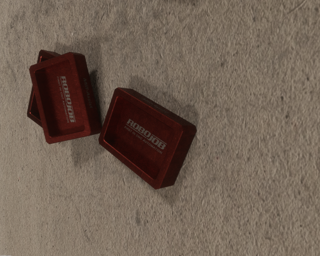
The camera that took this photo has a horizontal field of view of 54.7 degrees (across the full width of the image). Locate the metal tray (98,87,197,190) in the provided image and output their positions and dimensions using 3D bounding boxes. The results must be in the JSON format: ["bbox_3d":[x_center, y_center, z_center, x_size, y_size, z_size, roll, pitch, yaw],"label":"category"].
[{"bbox_3d":[-0.023,0.010,0.418,0.130,0.030,0.089,33,110,34],"label":"metal tray"}]

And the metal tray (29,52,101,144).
[{"bbox_3d":[-0.151,-0.046,0.495,0.090,0.030,0.129,-12,92,23],"label":"metal tray"}]

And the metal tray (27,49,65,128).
[{"bbox_3d":[-0.194,-0.066,0.557,0.090,0.030,0.129,28,107,36],"label":"metal tray"}]
